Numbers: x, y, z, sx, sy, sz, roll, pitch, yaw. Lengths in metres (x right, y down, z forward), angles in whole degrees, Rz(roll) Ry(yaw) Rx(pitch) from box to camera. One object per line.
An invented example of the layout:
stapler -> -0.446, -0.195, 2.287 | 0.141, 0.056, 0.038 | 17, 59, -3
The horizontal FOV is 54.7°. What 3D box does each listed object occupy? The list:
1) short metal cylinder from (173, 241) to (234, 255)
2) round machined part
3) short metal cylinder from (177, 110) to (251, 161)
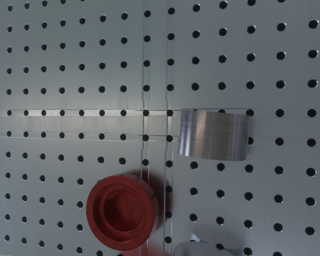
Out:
short metal cylinder -> 0.051, 0.177, 0.365 | 0.080, 0.080, 0.050 | 12, 94, 19
round machined part -> -0.047, 0.110, 0.420 | 0.098, 0.042, 0.097 | 0, 90, 19
short metal cylinder -> 0.062, 0.007, 0.361 | 0.080, 0.080, 0.050 | 6, 92, 20
